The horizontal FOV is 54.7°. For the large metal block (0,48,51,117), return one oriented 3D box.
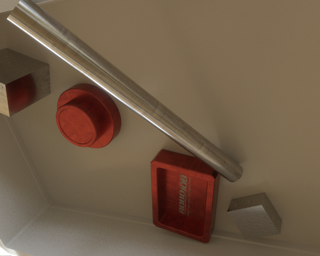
[{"bbox_3d":[-0.217,-0.068,0.443,0.080,0.080,0.050,22,127,14],"label":"large metal block"}]

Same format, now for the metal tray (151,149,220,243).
[{"bbox_3d":[0.035,0.100,0.447,0.090,0.030,0.129,12,124,21],"label":"metal tray"}]

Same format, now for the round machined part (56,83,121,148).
[{"bbox_3d":[-0.109,-0.011,0.446,0.098,0.042,0.097,13,124,20],"label":"round machined part"}]

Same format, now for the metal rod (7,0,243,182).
[{"bbox_3d":[-0.011,-0.020,0.324,0.301,0.025,0.025,36,134,-29],"label":"metal rod"}]

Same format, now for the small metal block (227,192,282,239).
[{"bbox_3d":[0.127,0.118,0.414,0.050,0.025,0.050,-24,106,36],"label":"small metal block"}]
